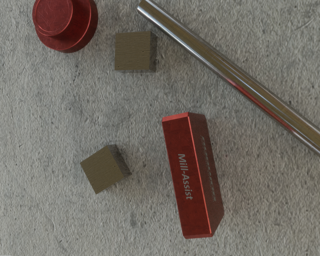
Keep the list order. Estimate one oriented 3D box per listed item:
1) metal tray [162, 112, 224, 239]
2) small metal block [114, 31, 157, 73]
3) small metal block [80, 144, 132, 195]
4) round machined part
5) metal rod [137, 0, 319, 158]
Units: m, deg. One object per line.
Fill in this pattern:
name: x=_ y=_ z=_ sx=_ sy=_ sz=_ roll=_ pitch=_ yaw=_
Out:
metal tray: x=0.041 y=0.049 z=0.359 sx=0.030 sy=0.090 sz=0.129 roll=-12 pitch=86 yaw=19
small metal block: x=-0.032 y=-0.101 z=0.419 sx=0.050 sy=0.025 sz=0.050 roll=2 pitch=91 yaw=19
small metal block: x=-0.076 y=0.057 z=0.435 sx=0.050 sy=0.025 sz=0.050 roll=-33 pitch=80 yaw=16
round machined part: x=-0.143 y=-0.162 z=0.449 sx=0.098 sy=0.042 sz=0.097 roll=0 pitch=90 yaw=19
metal rod: x=0.086 y=-0.067 z=0.378 sx=0.300 sy=0.025 sz=0.025 roll=42 pitch=103 yaw=14
